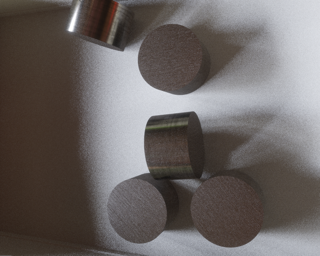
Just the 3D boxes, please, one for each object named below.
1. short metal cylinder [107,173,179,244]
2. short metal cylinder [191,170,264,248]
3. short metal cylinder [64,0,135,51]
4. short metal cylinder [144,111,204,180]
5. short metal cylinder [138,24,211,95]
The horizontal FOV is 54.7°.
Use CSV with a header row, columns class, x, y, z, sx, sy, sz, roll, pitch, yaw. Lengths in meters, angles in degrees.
class,x,y,z,sx,sy,sz,roll,pitch,yaw
short metal cylinder,-0.021,0.102,0.405,0.080,0.050,0.080,0,90,20
short metal cylinder,0.082,0.093,0.368,0.080,0.050,0.080,0,90,20
short metal cylinder,-0.079,-0.139,0.409,0.080,0.080,0.050,20,97,19
short metal cylinder,0.020,0.022,0.374,0.050,0.080,0.080,-6,88,20
short metal cylinder,0.019,-0.084,0.390,0.080,0.050,0.080,0,90,20
